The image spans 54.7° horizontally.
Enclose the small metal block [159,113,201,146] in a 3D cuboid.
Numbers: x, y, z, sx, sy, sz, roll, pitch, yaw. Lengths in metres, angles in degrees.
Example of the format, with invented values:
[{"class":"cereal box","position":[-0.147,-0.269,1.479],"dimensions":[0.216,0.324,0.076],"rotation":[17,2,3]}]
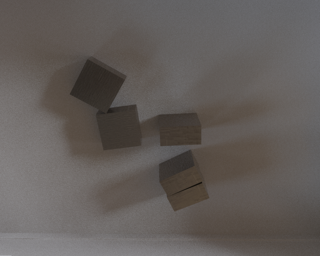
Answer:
[{"class":"small metal block","position":[0.025,0.001,0.399],"dimensions":[0.050,0.050,0.025],"rotation":[-2,110,0]}]

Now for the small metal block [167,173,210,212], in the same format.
[{"class":"small metal block","position":[0.037,0.083,0.429],"dimensions":[0.050,0.050,0.025],"rotation":[-23,109,8]}]

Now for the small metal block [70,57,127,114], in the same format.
[{"class":"small metal block","position":[-0.077,-0.054,0.390],"dimensions":[0.050,0.025,0.050],"rotation":[29,107,-11]}]

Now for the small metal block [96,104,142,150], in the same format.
[{"class":"small metal block","position":[-0.053,-0.001,0.410],"dimensions":[0.050,0.025,0.050],"rotation":[-7,110,2]}]

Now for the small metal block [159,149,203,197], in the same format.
[{"class":"small metal block","position":[0.027,0.060,0.421],"dimensions":[0.050,0.050,0.025],"rotation":[-26,108,9]}]
